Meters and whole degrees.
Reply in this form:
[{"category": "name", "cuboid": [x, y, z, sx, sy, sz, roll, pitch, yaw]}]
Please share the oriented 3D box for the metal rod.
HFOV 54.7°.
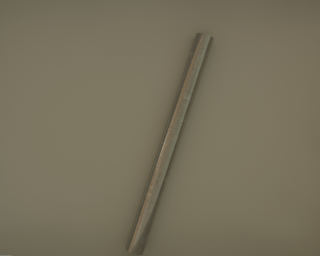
[{"category": "metal rod", "cuboid": [0.013, 0.021, 0.411, 0.025, 0.025, 0.298, 18, 90, -1]}]
